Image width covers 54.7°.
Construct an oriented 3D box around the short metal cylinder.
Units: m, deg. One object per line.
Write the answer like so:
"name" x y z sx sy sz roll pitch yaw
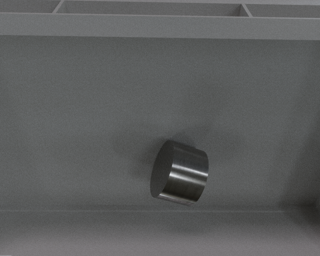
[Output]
"short metal cylinder" 0.025 0.062 0.427 0.050 0.080 0.079 18 128 -15
